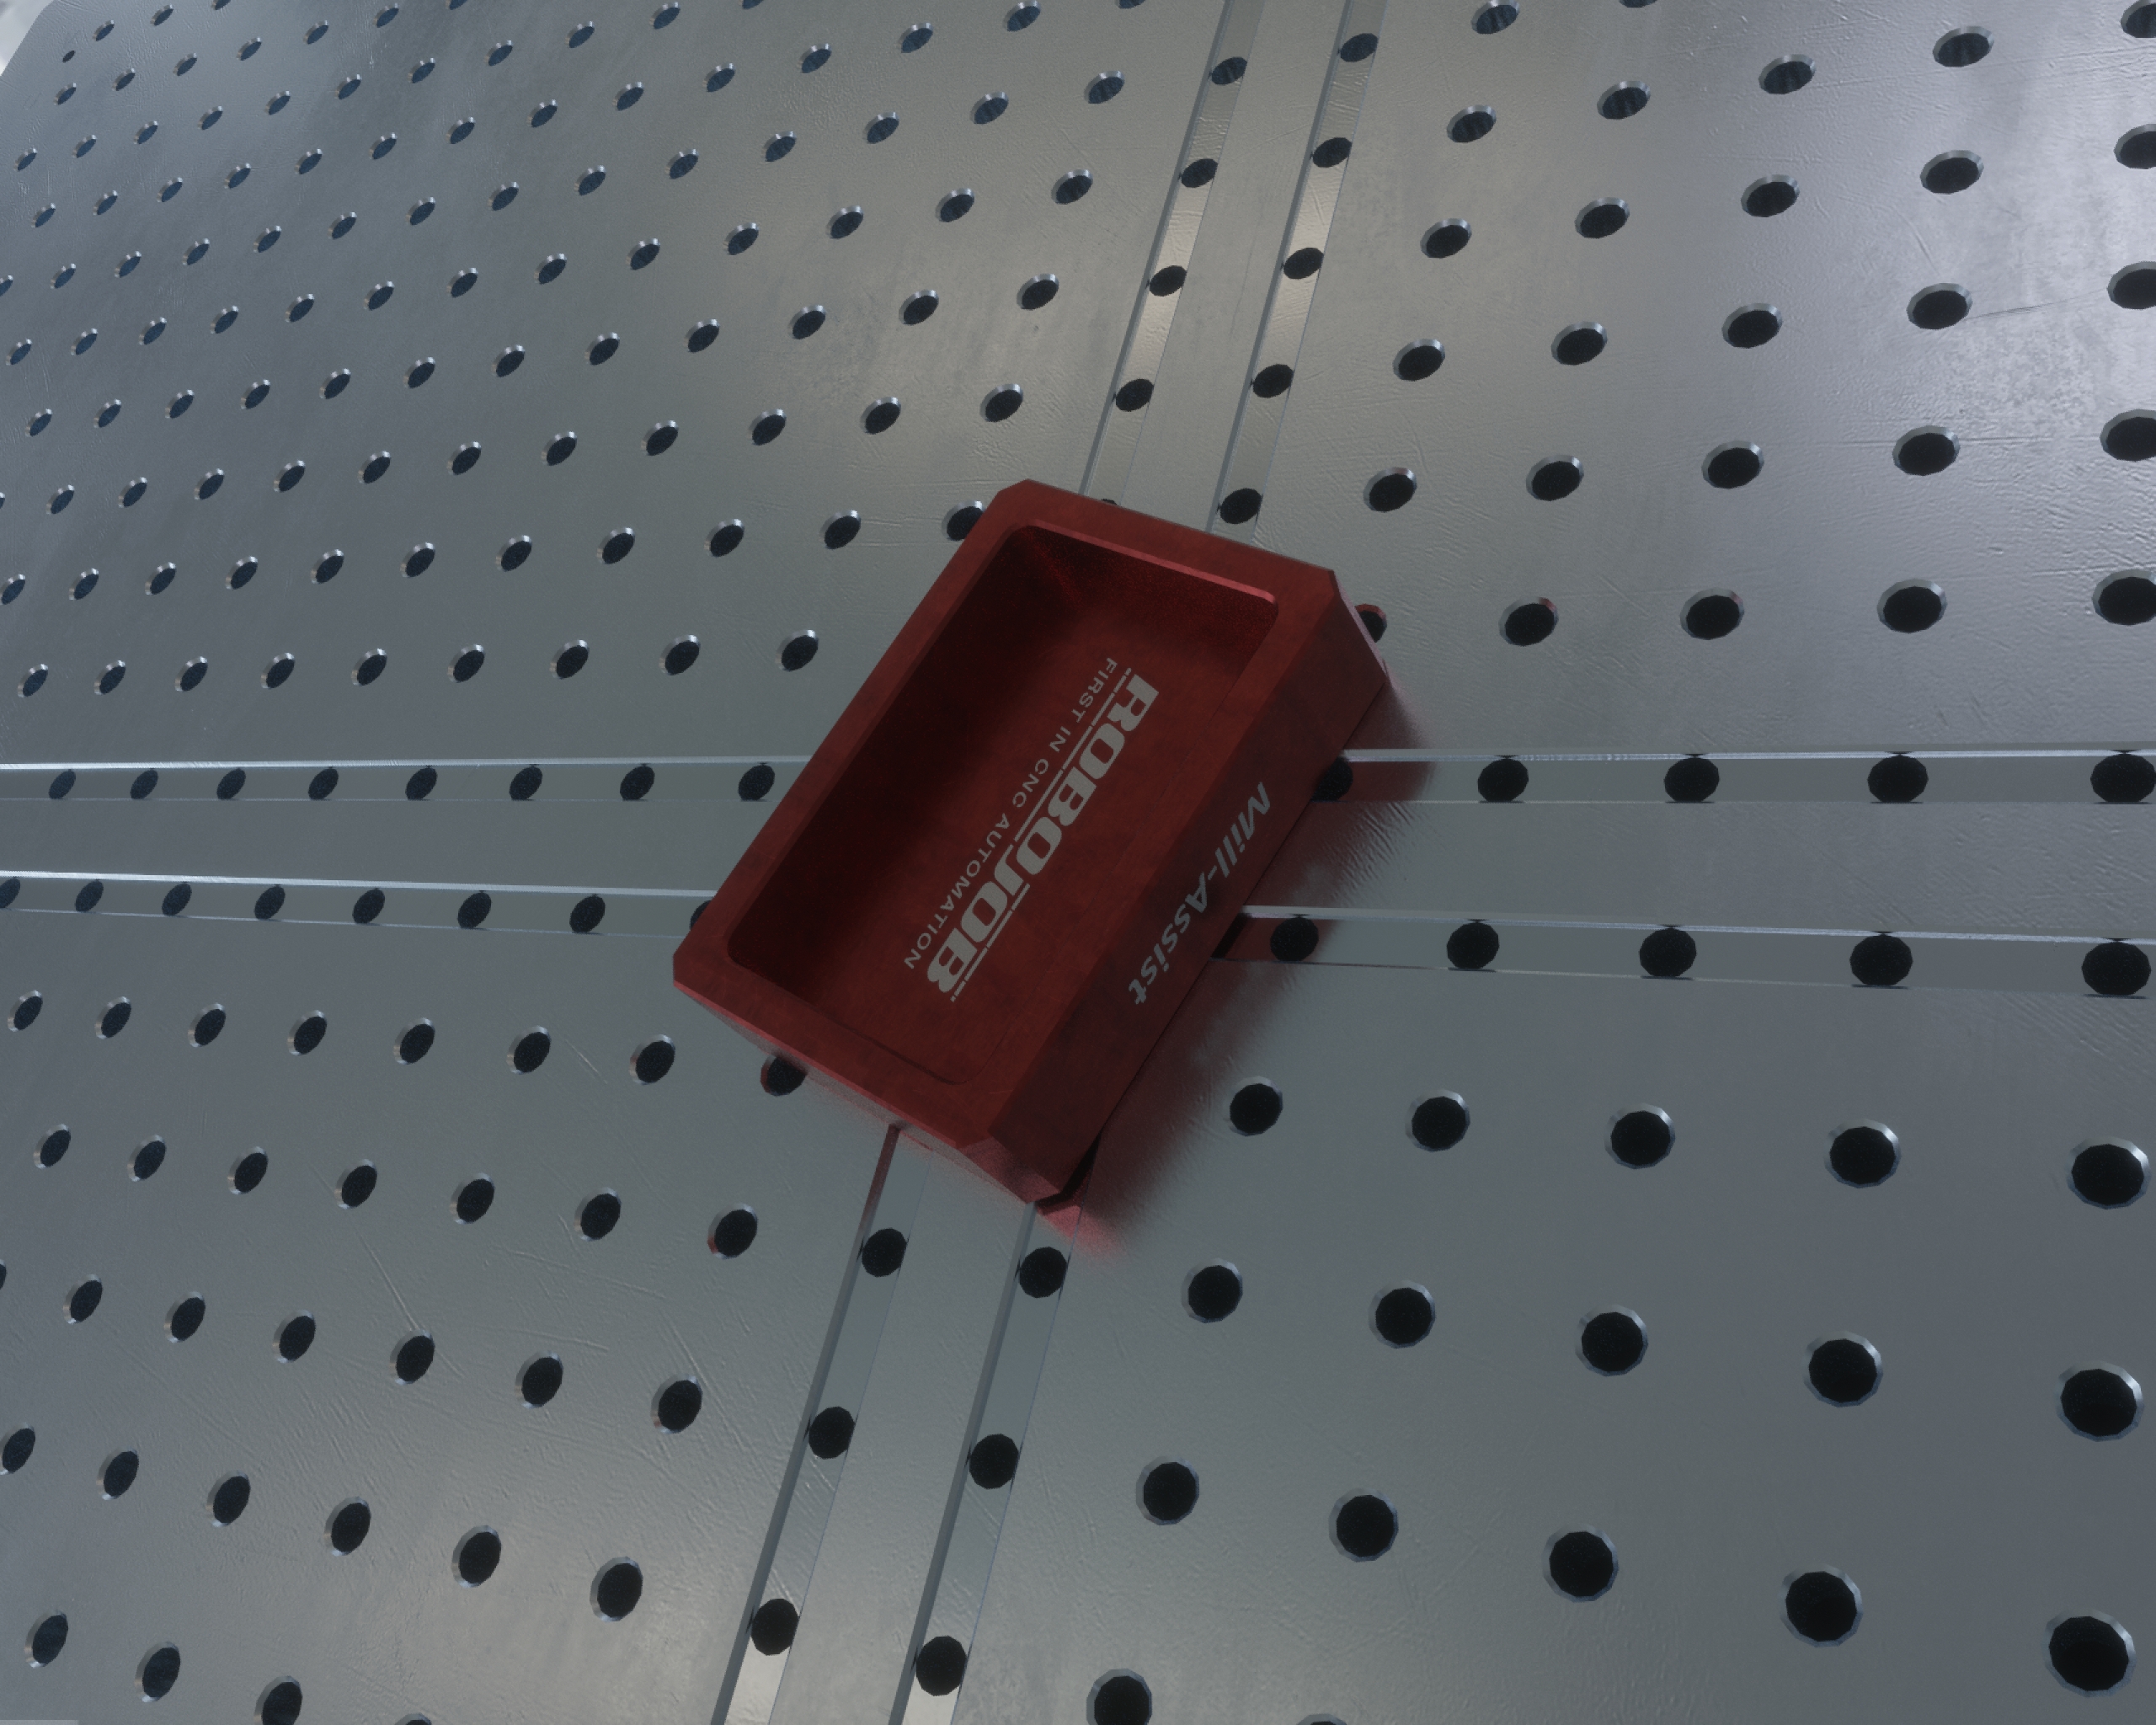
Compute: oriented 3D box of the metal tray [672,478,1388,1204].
[{"bbox_3d":[-0.010,-0.009,0.416,0.090,0.030,0.130,24,74,36],"label":"metal tray"}]
